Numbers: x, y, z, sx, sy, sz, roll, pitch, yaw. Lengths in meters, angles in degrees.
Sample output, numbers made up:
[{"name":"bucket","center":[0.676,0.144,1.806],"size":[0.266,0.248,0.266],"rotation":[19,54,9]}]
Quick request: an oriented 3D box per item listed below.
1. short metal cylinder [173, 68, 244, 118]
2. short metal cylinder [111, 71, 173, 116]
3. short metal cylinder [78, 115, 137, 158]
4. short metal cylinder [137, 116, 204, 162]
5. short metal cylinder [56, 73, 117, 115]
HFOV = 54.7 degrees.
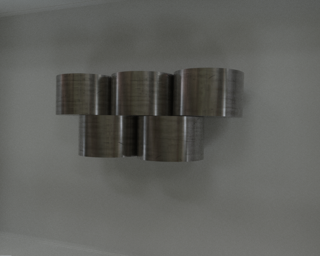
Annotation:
[{"name":"short metal cylinder","center":[0.055,-0.038,0.360],"size":[0.080,0.080,0.050],"rotation":[2,91,20]},{"name":"short metal cylinder","center":[-0.021,-0.040,0.387],"size":[0.080,0.080,0.050],"rotation":[1,91,20]},{"name":"short metal cylinder","center":[-0.064,0.009,0.402],"size":[0.080,0.080,0.050],"rotation":[1,91,20]},{"name":"short metal cylinder","center":[0.013,0.011,0.375],"size":[0.080,0.080,0.050],"rotation":[1,91,20]},{"name":"short metal cylinder","center":[-0.097,-0.042,0.414],"size":[0.080,0.080,0.050],"rotation":[1,91,20]}]
